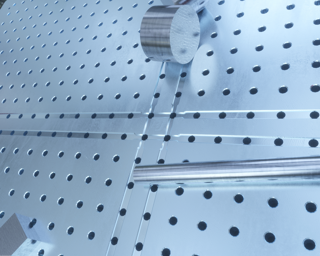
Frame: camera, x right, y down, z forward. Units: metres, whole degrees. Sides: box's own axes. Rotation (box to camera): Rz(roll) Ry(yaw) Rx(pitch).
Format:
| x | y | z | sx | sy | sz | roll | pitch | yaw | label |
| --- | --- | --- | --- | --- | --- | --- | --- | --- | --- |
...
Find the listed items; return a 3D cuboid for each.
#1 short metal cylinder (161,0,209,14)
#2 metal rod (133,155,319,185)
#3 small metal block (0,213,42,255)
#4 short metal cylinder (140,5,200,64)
| x | y | z | sx | sy | sz | roll | pitch | yaw | label |
| --- | --- | --- | --- | --- | --- | --- | --- | --- | --- |
| 0.032 | -0.211 | 0.486 | 0.050 | 0.080 | 0.080 | -37 | 51 | 4 | short metal cylinder |
| 0.109 | 0.044 | 0.324 | 0.300 | 0.025 | 0.025 | -6 | 59 | 25 | metal rod |
| -0.196 | 0.153 | 0.418 | 0.050 | 0.025 | 0.050 | -47 | 51 | -5 | small metal block |
| 0.016 | -0.135 | 0.448 | 0.050 | 0.080 | 0.080 | 14 | 69 | 34 | short metal cylinder |
